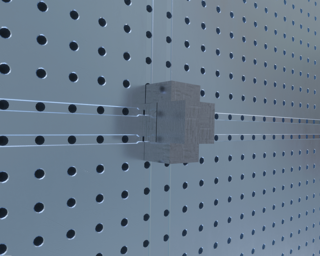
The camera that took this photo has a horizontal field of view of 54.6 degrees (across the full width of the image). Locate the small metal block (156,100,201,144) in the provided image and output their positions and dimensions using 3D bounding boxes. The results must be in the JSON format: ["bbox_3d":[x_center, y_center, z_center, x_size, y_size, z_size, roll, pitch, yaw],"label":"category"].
[{"bbox_3d":[0.022,-0.007,0.377,0.025,0.050,0.050,2,89,-40],"label":"small metal block"}]

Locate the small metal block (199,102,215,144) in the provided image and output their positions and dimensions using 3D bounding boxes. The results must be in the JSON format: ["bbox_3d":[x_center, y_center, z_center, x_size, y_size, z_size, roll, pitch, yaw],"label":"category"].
[{"bbox_3d":[0.042,-0.006,0.394,0.025,0.050,0.050,2,89,-39],"label":"small metal block"}]

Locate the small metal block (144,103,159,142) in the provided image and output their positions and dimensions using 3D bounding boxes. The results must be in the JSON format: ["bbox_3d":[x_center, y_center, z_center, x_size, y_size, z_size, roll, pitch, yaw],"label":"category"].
[{"bbox_3d":[0.007,-0.006,0.414,0.050,0.025,0.050,2,89,-38],"label":"small metal block"}]

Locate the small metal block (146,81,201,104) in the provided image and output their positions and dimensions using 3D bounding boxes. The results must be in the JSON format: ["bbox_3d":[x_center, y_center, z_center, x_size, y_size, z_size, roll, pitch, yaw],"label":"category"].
[{"bbox_3d":[0.017,-0.044,0.405,0.050,0.050,0.025,2,89,-40],"label":"small metal block"}]

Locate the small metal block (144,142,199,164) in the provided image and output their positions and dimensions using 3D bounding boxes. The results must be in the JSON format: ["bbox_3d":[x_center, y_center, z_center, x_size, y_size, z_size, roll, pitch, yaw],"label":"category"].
[{"bbox_3d":[0.015,0.031,0.404,0.050,0.050,0.025,2,89,-40],"label":"small metal block"}]
